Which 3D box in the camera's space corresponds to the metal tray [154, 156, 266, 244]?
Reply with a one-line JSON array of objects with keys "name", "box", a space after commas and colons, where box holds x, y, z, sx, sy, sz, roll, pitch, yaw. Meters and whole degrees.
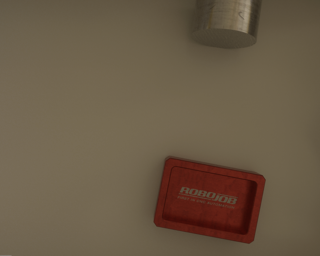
[{"name": "metal tray", "box": [0.064, 0.093, 0.409, 0.131, 0.030, 0.089, 11, 90, -1]}]

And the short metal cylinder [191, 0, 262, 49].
[{"name": "short metal cylinder", "box": [0.082, -0.135, 0.385, 0.081, 0.080, 0.050, 8, 90, -1]}]
